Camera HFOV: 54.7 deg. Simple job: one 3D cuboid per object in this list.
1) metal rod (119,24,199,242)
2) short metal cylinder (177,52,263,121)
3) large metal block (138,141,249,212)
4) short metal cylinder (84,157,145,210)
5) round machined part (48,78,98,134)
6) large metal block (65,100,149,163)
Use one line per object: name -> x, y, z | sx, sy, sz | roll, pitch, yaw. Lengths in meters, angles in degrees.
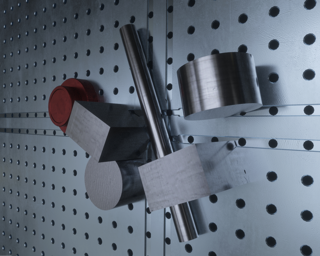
metal rod -> -0.005, -0.003, 0.413 | 0.025, 0.025, 0.299 | -26, 74, 37
short metal cylinder -> 0.061, -0.040, 0.323 | 0.080, 0.081, 0.050 | -14, 81, 39
large metal block -> 0.037, 0.052, 0.343 | 0.080, 0.081, 0.050 | -27, 73, 37
short metal cylinder -> -0.063, 0.073, 0.445 | 0.080, 0.050, 0.080 | 0, 90, 40
round machined part -> -0.152, -0.036, 0.524 | 0.098, 0.042, 0.097 | 0, 90, 40
large metal block -> -0.070, 0.003, 0.431 | 0.080, 0.081, 0.050 | 33, 111, 35
